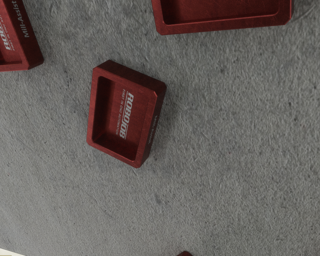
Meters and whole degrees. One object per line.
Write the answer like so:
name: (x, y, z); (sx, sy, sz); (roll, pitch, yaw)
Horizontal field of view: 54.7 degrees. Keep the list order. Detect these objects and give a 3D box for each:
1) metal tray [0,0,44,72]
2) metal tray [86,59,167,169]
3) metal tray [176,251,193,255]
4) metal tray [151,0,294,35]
metal tray: (-0.226, -0.146, 0.432); (0.090, 0.030, 0.129); (2, 120, 27)
metal tray: (-0.050, -0.016, 0.419); (0.090, 0.030, 0.129); (25, 127, 13)
metal tray: (0.040, 0.281, 0.556); (0.090, 0.030, 0.129); (40, 129, 1)
metal tray: (0.054, -0.139, 0.288); (0.130, 0.030, 0.089); (3, 120, 26)
